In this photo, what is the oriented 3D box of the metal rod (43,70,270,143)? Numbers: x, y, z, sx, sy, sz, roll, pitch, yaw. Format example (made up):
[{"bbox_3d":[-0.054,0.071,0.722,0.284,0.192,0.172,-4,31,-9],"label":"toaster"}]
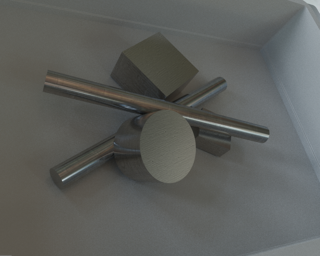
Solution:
[{"bbox_3d":[0.012,-0.021,0.392,0.302,0.025,0.025,13,57,-22],"label":"metal rod"}]

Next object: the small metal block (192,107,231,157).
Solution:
[{"bbox_3d":[0.073,0.006,0.439,0.050,0.025,0.050,24,53,-14],"label":"small metal block"}]

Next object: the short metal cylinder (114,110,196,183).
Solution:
[{"bbox_3d":[-0.005,0.022,0.355,0.081,0.050,0.080,7,79,-39],"label":"short metal cylinder"}]

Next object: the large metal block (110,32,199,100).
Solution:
[{"bbox_3d":[-0.007,-0.076,0.431,0.080,0.050,0.080,46,51,3],"label":"large metal block"}]

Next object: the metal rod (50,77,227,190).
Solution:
[{"bbox_3d":[-0.004,-0.010,0.408,0.302,0.025,0.025,-31,79,-38],"label":"metal rod"}]
